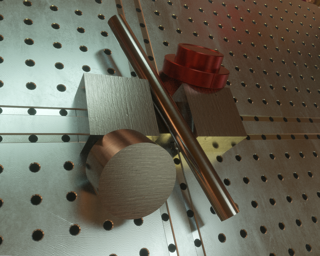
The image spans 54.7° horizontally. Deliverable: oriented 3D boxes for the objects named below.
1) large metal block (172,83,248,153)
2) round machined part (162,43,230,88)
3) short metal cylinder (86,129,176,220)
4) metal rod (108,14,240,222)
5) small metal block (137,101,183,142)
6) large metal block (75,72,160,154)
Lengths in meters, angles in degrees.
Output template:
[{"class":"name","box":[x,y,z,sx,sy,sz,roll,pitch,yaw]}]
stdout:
[{"class":"large metal block","box":[0.064,-0.013,0.435,0.081,0.050,0.080,1,61,-28]},{"class":"round machined part","box":[0.055,-0.095,0.453,0.099,0.042,0.098,12,23,-5]},{"class":"short metal cylinder","box":[-0.031,0.046,0.320,0.081,0.050,0.079,-8,108,-25]},{"class":"metal rod","box":[0.009,-0.024,0.394,0.025,0.025,0.299,-19,72,-35]},{"class":"small metal block","box":[0.000,-0.009,0.414,0.050,0.025,0.050,1,61,-28]},{"class":"large metal block","box":[-0.054,-0.015,0.373,0.081,0.050,0.080,2,61,-27]}]
